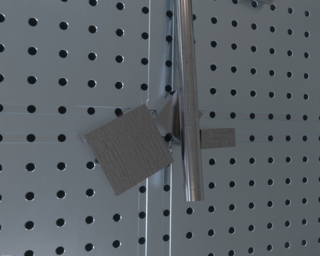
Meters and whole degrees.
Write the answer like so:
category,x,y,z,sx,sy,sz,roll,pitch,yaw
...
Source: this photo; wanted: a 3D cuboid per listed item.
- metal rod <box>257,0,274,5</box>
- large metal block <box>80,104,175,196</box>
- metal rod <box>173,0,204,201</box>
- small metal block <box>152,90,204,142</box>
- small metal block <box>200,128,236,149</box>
category,x,y,z,sx,sy,sz,roll,pitch,yaw
metal rod,0.033,-0.235,0.424,0.302,0.025,0.025,13,86,-20
large metal block,-0.042,0.025,0.384,0.080,0.050,0.080,-29,100,-18
metal rod,0.035,-0.059,0.401,0.025,0.025,0.298,1,81,-20
small metal block,0.022,-0.015,0.421,0.050,0.025,0.050,40,77,-16
small metal block,0.067,0.013,0.424,0.050,0.050,0.025,-3,92,-20
